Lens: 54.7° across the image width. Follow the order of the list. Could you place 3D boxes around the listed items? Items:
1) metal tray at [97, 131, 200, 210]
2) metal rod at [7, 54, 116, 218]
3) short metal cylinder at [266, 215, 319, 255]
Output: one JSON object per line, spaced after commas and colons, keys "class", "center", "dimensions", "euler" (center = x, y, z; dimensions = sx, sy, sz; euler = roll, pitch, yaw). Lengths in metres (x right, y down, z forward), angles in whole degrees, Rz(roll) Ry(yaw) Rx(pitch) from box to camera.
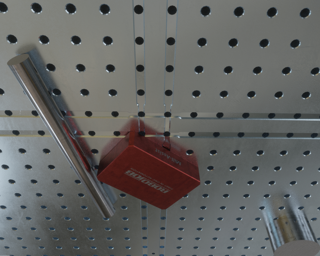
{"class": "metal tray", "center": [-0.016, 0.069, 0.467], "dimensions": [0.131, 0.030, 0.090], "euler": [31, 123, -24]}
{"class": "metal rod", "center": [-0.123, 0.034, 0.438], "dimensions": [0.025, 0.025, 0.299], "euler": [-11, 130, 8]}
{"class": "short metal cylinder", "center": [0.245, 0.206, 0.575], "dimensions": [0.081, 0.050, 0.079], "euler": [0, 130, 0]}
